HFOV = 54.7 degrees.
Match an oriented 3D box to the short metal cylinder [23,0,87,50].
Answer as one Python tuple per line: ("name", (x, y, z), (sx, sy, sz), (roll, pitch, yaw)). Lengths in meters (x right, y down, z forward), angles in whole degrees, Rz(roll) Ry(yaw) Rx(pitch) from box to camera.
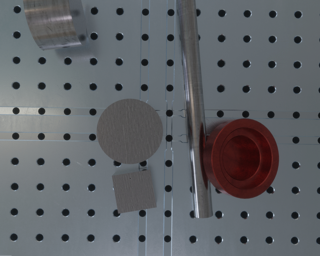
("short metal cylinder", (-0.127, -0.140, 0.385), (0.050, 0.080, 0.080), (-7, 90, 0))

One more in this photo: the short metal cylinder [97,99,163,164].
("short metal cylinder", (-0.036, 0.004, 0.401), (0.081, 0.050, 0.079), (0, 90, 0))

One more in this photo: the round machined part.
("round machined part", (0.098, 0.038, 0.395), (0.099, 0.042, 0.097), (1, 86, -21))

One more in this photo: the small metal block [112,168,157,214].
("small metal block", (-0.033, 0.082, 0.413), (0.050, 0.025, 0.050), (-9, 90, 0))

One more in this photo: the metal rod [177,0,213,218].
("metal rod", (0.046, -0.032, 0.413), (0.025, 0.025, 0.298), (-5, 90, 0))
